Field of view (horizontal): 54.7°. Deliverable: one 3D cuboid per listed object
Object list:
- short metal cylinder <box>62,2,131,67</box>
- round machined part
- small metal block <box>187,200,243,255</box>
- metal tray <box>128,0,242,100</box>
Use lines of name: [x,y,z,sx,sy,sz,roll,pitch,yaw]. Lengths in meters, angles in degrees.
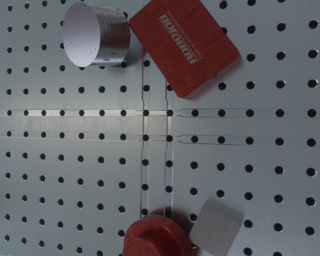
short metal cylinder: [-0.086,-0.123,0.415,0.080,0.050,0.079,11,107,39]
round machined part: [-0.009,0.165,0.394,0.098,0.042,0.097,6,101,33]
small metal block: [0.069,0.128,0.388,0.050,0.025,0.050,26,98,18]
metal tray: [0.030,-0.113,0.399,0.090,0.030,0.130,-36,79,16]
